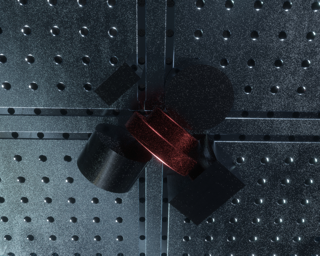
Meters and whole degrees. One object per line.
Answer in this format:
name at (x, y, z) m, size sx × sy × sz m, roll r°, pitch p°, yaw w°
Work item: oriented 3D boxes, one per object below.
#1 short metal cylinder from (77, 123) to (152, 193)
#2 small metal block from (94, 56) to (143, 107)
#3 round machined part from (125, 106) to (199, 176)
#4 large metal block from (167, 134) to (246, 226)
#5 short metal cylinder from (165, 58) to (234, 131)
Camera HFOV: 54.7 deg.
short metal cylinder at (-0.058, 0.037, 0.397) m, size 0.080 × 0.080 × 0.050 m, roll 29°, pitch 107°, yaw -11°
small metal block at (-0.049, -0.058, 0.378) m, size 0.050 × 0.050 × 0.025 m, roll -40°, pitch 106°, yaw 13°
round machined part at (0.008, 0.011, 0.379) m, size 0.098 × 0.098 × 0.042 m, roll 39°, pitch 93°, yaw -14°
large metal block at (0.056, 0.066, 0.410) m, size 0.050 × 0.080 × 0.080 m, roll 42°, pitch 105°, yaw -14°
short metal cylinder at (0.046, -0.043, 0.384) m, size 0.081 × 0.050 × 0.079 m, roll 0°, pitch 110°, yaw -1°
